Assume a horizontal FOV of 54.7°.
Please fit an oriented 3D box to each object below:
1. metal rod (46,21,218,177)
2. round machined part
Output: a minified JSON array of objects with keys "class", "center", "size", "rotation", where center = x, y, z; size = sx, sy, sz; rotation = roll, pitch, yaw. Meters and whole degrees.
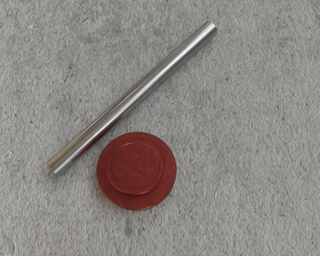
[{"class":"metal rod","center":[-0.029,-0.048,0.425],"size":[0.025,0.025,0.301],"rotation":[43,75,13]},{"class":"round machined part","center":[-0.029,0.050,0.380],"size":[0.099,0.042,0.098],"rotation":[0,70,-1]}]
